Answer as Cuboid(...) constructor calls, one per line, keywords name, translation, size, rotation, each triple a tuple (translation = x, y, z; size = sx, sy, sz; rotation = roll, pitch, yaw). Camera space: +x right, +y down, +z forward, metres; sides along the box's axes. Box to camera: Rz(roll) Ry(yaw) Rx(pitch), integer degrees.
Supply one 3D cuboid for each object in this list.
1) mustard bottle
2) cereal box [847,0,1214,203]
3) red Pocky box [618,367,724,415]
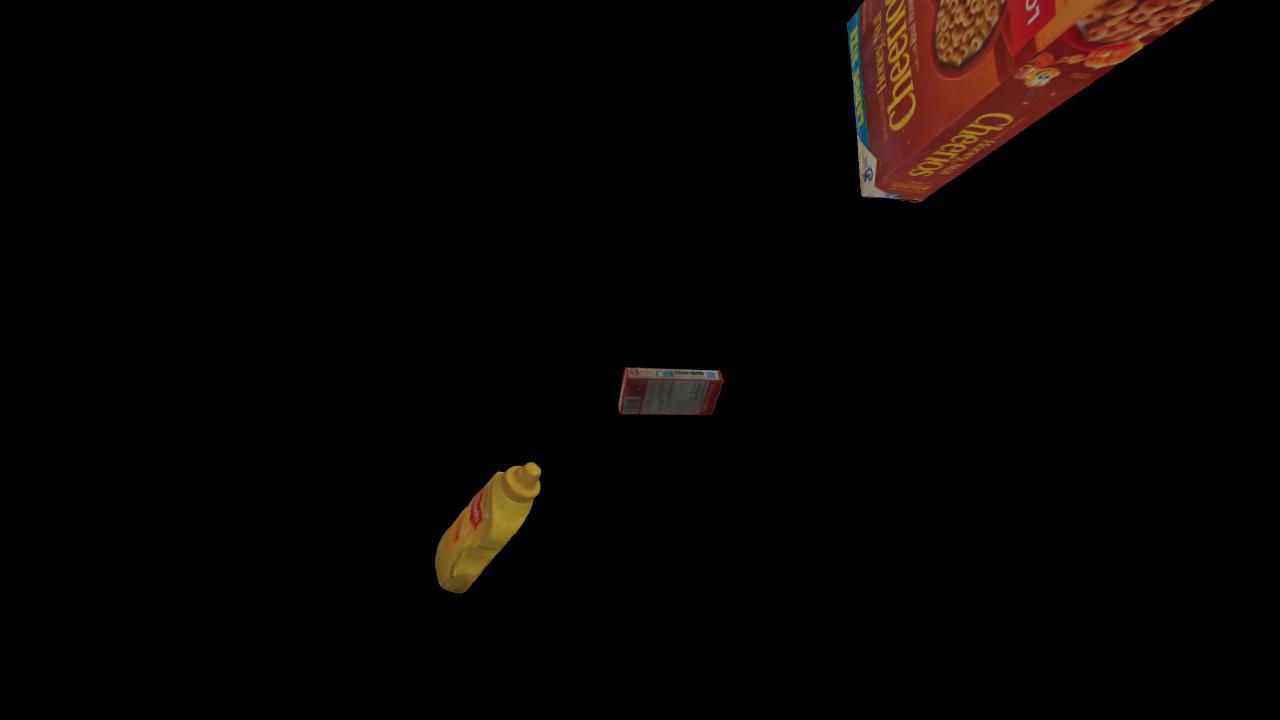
Cuboid(name="mustard bottle", translation=(-0.165, 0.177, 0.692), size=(0.054, 0.184, 0.092), rotation=(31, 28, -20))
Cuboid(name="cereal box", translation=(0.280, -0.285, 0.496), size=(0.081, 0.203, 0.306), rotation=(2, -11, -12))
Cuboid(name="red Pocky box", translation=(0.046, 0.051, 0.967), size=(0.155, 0.083, 0.028), rotation=(2, 42, -12))
